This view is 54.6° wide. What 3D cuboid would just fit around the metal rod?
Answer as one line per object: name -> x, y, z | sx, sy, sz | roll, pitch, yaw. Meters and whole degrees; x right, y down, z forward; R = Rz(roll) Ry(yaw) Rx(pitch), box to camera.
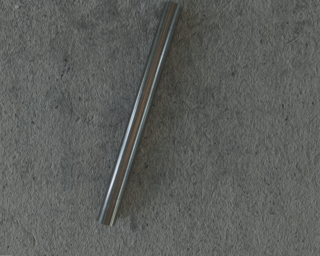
metal rod -> -0.027, -0.019, 0.409 | 0.025, 0.025, 0.299 | 17, 90, 0
